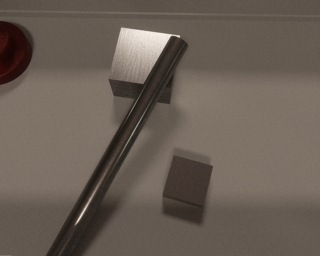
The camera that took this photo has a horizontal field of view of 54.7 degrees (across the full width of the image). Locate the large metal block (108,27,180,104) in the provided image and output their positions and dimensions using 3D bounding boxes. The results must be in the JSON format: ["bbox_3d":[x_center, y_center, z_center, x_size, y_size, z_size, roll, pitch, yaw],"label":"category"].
[{"bbox_3d":[-0.019,-0.085,0.427,0.080,0.050,0.080,9,70,3],"label":"large metal block"}]

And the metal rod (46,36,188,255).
[{"bbox_3d":[-0.048,0.024,0.367,0.025,0.025,0.299,28,84,9],"label":"metal rod"}]

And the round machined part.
[{"bbox_3d":[-0.239,-0.113,0.439,0.099,0.042,0.098,0,70,-1],"label":"round machined part"}]

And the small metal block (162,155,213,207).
[{"bbox_3d":[0.034,0.067,0.386,0.050,0.025,0.050,15,71,5],"label":"small metal block"}]
